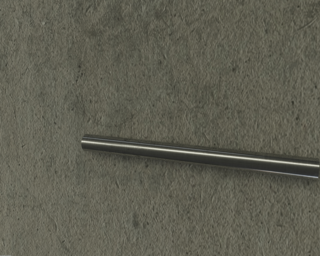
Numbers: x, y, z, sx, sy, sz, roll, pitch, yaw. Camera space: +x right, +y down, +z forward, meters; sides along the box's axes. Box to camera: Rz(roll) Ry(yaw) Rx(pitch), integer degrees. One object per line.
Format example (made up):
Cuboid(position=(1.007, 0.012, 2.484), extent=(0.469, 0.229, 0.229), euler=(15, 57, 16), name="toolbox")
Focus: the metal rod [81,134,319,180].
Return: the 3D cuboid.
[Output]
Cuboid(position=(0.035, 0.033, 0.396), extent=(0.301, 0.025, 0.025), euler=(5, 92, 20), name="metal rod")
